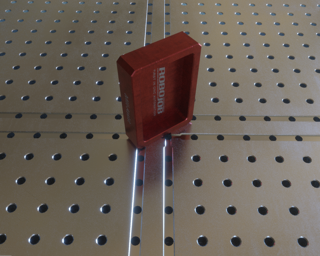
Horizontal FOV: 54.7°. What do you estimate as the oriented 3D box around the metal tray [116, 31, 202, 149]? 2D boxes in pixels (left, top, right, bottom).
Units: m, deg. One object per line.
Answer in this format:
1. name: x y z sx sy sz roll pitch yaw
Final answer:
1. metal tray: 0.000 -0.041 0.374 0.091 0.129 0.030 -28 56 -22
